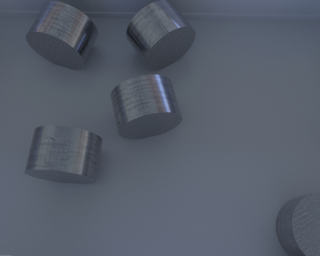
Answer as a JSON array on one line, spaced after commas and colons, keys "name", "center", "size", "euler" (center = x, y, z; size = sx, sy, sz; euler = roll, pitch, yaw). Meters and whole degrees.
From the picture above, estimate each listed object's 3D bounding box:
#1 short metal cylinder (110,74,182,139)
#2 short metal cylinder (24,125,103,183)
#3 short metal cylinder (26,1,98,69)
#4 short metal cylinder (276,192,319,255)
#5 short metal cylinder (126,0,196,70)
[{"name": "short metal cylinder", "center": [-0.017, -0.024, 0.389], "size": [0.081, 0.080, 0.050], "euler": [-13, 71, -5]}, {"name": "short metal cylinder", "center": [-0.112, 0.034, 0.367], "size": [0.080, 0.080, 0.050], "euler": [4, 70, 1]}, {"name": "short metal cylinder", "center": [-0.133, -0.125, 0.425], "size": [0.080, 0.080, 0.050], "euler": [17, 71, 6]}, {"name": "short metal cylinder", "center": [0.182, 0.116, 0.355], "size": [0.081, 0.050, 0.080], "euler": [0, 70, 0]}, {"name": "short metal cylinder", "center": [0.001, -0.126, 0.426], "size": [0.080, 0.080, 0.050], "euler": [-30, 73, -10]}]
